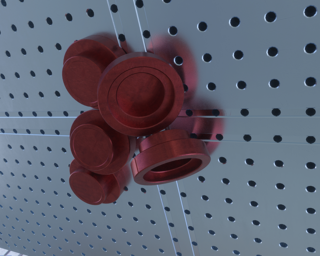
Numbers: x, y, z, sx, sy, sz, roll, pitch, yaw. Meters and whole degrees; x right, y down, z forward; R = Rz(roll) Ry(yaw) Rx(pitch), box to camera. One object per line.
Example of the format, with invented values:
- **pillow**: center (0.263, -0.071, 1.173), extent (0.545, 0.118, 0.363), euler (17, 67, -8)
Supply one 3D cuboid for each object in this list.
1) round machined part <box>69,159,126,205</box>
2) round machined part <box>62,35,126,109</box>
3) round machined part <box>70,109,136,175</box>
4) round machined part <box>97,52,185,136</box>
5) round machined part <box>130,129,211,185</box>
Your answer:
- **round machined part**: center (-0.109, 0.088, 0.510), extent (0.098, 0.042, 0.097), euler (13, 124, 20)
- **round machined part**: center (-0.087, -0.067, 0.403), extent (0.098, 0.042, 0.097), euler (13, 124, 20)
- **round machined part**: center (-0.088, 0.022, 0.443), extent (0.098, 0.042, 0.097), euler (5, 106, 18)
- **round machined part**: center (-0.024, -0.042, 0.366), extent (0.099, 0.042, 0.097), euler (-6, 120, -10)
- **round machined part**: center (0.011, 0.035, 0.392), extent (0.098, 0.099, 0.042), euler (-38, 57, 38)
